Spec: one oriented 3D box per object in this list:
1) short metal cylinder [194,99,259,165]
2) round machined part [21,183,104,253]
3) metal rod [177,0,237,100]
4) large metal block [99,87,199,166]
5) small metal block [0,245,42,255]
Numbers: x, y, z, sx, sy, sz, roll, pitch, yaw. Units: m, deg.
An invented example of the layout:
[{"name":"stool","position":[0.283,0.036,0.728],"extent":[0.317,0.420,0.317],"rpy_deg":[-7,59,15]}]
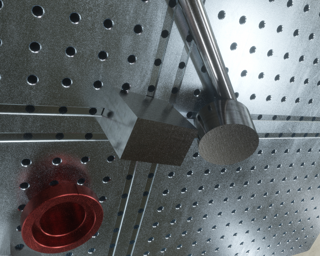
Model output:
[{"name":"short metal cylinder","position":[0.091,0.007,0.432],"extent":[0.081,0.050,0.079],"rpy_deg":[-1,133,-1]},{"name":"round machined part","position":[-0.127,0.110,0.400],"extent":[0.099,0.042,0.097],"rpy_deg":[-14,125,-21]},{"name":"metal rod","position":[0.078,-0.070,0.412],"extent":[0.025,0.025,0.299],"rpy_deg":[-36,130,-5]},{"name":"large metal block","position":[-0.016,-0.002,0.367],"extent":[0.081,0.080,0.050],"rpy_deg":[11,113,-34]},{"name":"small metal block","position":[-0.184,0.190,0.413],"extent":[0.025,0.050,0.050],"rpy_deg":[-47,130,4]}]
